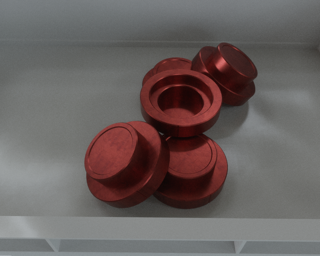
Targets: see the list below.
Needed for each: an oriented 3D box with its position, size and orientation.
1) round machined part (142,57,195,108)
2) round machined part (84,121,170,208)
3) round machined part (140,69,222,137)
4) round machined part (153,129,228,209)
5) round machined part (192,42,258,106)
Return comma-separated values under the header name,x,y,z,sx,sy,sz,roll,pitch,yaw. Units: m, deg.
name,x,y,z,sx,sy,sz,roll,pitch,yaw
round machined part,0.024,-0.065,0.446,0.099,0.042,0.098,0,50,0
round machined part,-0.042,0.033,0.336,0.098,0.042,0.098,-18,50,23
round machined part,0.025,-0.026,0.386,0.099,0.042,0.098,0,50,0
round machined part,0.030,0.040,0.359,0.099,0.042,0.098,0,50,0
round machined part,0.097,-0.081,0.434,0.099,0.042,0.098,22,43,-22
